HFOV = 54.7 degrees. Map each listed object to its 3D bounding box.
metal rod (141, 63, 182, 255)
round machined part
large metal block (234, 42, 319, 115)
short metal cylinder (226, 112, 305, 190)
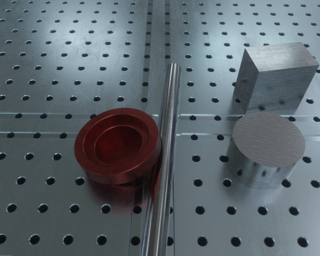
[{"bbox_3d":[0.007,0.023,0.388,0.025,0.025,0.300,5,50,3],"label":"metal rod"},{"bbox_3d":[-0.047,0.025,0.369,0.099,0.042,0.098,-5,49,7],"label":"round machined part"},{"bbox_3d":[0.157,-0.068,0.431,0.081,0.080,0.050,-8,51,-7],"label":"large metal block"},{"bbox_3d":[0.123,0.027,0.371,0.081,0.050,0.080,0,50,0],"label":"short metal cylinder"}]
